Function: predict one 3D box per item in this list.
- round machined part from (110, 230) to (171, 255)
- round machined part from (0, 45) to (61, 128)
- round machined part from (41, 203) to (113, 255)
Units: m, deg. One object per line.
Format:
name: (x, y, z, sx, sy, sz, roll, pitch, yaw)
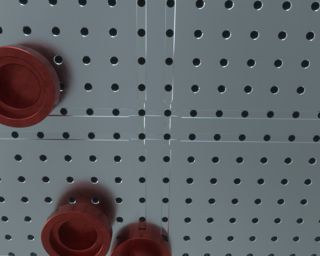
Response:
round machined part: (-0.030, 0.211, 0.482, 0.099, 0.042, 0.097, 0, 110, -1)
round machined part: (-0.172, -0.053, 0.382, 0.099, 0.042, 0.097, 0, 110, -1)
round machined part: (-0.119, 0.152, 0.459, 0.099, 0.042, 0.097, 0, 110, -1)
